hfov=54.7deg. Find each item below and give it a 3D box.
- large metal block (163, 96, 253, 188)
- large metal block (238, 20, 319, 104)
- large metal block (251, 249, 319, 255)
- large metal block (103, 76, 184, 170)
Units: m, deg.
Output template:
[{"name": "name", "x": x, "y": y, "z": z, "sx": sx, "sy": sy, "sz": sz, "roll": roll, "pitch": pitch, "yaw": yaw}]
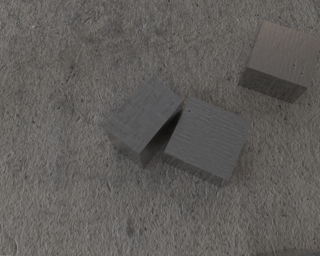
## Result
[{"name": "large metal block", "x": 0.058, "y": 0.018, "z": 0.388, "sx": 0.080, "sy": 0.050, "sz": 0.080, "roll": 24, "pitch": 72, "yaw": 8}, {"name": "large metal block", "x": 0.164, "y": -0.091, "z": 0.429, "sx": 0.080, "sy": 0.050, "sz": 0.080, "roll": 21, "pitch": 71, "yaw": 7}, {"name": "large metal block", "x": 0.137, "y": 0.171, "z": 0.317, "sx": 0.050, "sy": 0.080, "sz": 0.080, "roll": -10, "pitch": 70, "yaw": -3}, {"name": "large metal block", "x": -0.017, "y": -0.003, "z": 0.380, "sx": 0.050, "sy": 0.080, "sz": 0.080, "roll": 36, "pitch": 74, "yaw": 12}]
